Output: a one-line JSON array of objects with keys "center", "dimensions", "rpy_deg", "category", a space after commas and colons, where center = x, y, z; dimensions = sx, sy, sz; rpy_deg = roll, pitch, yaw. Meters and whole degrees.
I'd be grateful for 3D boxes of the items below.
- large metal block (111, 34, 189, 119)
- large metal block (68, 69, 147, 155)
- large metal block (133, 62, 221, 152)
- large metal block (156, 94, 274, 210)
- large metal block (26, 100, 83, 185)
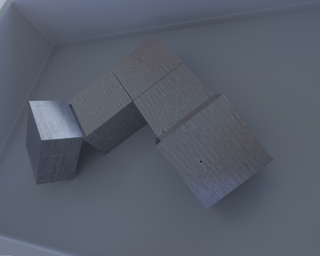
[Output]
[{"center": [-0.010, -0.073, 0.437], "dimensions": [0.080, 0.050, 0.080], "rpy_deg": [-38, 51, 3], "category": "large metal block"}, {"center": [-0.074, -0.024, 0.441], "dimensions": [0.080, 0.050, 0.080], "rpy_deg": [-38, 51, 3], "category": "large metal block"}, {"center": [0.026, -0.021, 0.387], "dimensions": [0.080, 0.050, 0.080], "rpy_deg": [-38, 51, 3], "category": "large metal block"}, {"center": [0.052, 0.021, 0.320], "dimensions": [0.080, 0.050, 0.080], "rpy_deg": [-38, 95, 3], "category": "large metal block"}, {"center": [-0.149, 0.018, 0.427], "dimensions": [0.080, 0.050, 0.079], "rpy_deg": [55, 136, 39], "category": "large metal block"}]
